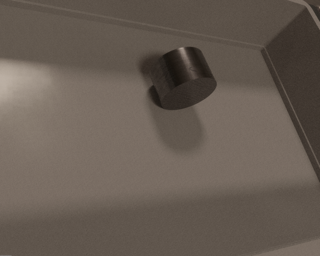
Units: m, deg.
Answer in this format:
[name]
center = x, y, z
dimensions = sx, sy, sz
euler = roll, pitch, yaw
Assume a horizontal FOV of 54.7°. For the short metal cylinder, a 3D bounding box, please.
[short metal cylinder]
center = 0.031, -0.067, 0.430
dimensions = 0.081, 0.080, 0.050
euler = -7, 66, -32
